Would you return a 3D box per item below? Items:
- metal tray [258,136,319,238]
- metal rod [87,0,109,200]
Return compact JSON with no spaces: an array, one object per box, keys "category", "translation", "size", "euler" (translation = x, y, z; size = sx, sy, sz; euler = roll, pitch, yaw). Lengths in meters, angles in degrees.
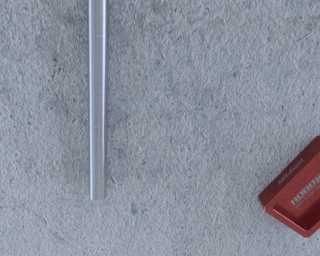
[{"category":"metal tray","translation":[0.219,0.086,0.441],"size":[0.090,0.030,0.129],"euler":[35,106,-12]},{"category":"metal rod","translation":[-0.079,-0.043,0.392],"size":[0.025,0.025,0.298],"euler":[4,110,-2]}]
